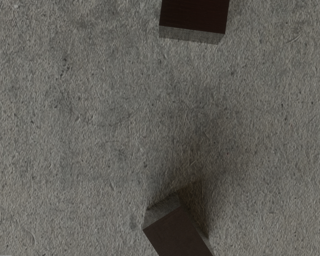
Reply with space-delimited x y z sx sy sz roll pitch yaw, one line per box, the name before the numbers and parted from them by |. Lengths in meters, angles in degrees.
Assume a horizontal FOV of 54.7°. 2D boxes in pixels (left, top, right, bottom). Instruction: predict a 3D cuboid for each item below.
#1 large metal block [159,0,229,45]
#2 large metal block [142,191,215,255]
large metal block | 0.044 -0.158 0.398 0.080 0.050 0.080 7 90 0
large metal block | 0.023 0.133 0.383 0.050 0.080 0.080 -33 90 0
